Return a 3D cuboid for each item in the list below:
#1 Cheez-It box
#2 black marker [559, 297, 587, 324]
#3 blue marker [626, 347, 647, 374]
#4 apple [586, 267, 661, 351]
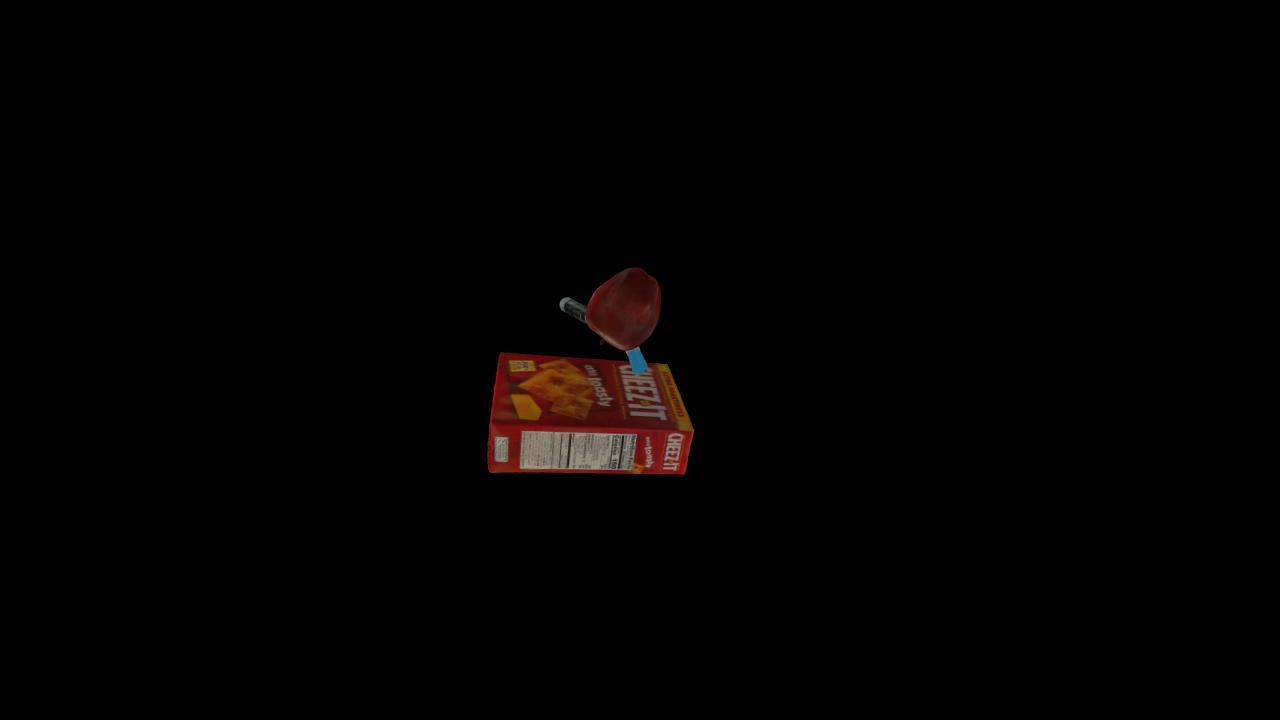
[{"bbox_3d":[-0.062,0.061,0.732,0.223,0.071,0.166,4,27,-11],"label":"Cheez-It box"},{"bbox_3d":[-0.063,-0.053,0.714,0.020,0.020,0.121,0,16,-29],"label":"black marker"},{"bbox_3d":[-0.016,-0.031,0.737,0.020,0.121,0.020,-14,-38,-11],"label":"blue marker"},{"bbox_3d":[-0.016,-0.054,0.674,0.079,0.093,0.079,34,-4,3],"label":"apple"}]
